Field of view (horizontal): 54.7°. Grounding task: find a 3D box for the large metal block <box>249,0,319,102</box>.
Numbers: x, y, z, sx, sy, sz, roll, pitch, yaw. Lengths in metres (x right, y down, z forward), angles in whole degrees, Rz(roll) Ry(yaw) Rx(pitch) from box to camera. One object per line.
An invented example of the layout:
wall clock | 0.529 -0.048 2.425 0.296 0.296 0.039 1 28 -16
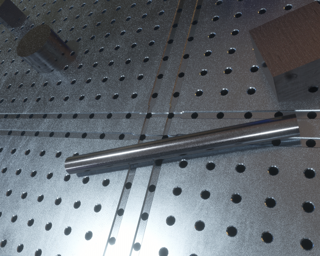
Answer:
large metal block | 0.160 -0.089 0.362 0.080 0.050 0.080 -22 54 14

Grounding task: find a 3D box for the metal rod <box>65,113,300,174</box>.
metal rod | 0.010 0.025 0.386 0.301 0.025 0.025 -12 57 21

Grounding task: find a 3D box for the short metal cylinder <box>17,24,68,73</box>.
short metal cylinder | -0.228 -0.154 0.603 0.080 0.050 0.080 -13 56 20

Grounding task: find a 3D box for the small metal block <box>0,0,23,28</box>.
small metal block | -0.374 -0.281 0.757 0.025 0.050 0.050 12 68 33
